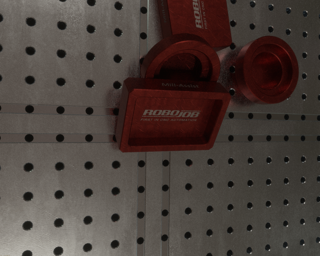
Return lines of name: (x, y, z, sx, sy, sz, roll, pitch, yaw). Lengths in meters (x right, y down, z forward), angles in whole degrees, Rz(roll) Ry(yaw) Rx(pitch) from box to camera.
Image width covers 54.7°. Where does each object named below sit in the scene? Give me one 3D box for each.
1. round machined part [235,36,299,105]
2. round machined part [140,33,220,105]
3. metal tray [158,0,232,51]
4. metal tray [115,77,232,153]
round machined part: (0.153, -0.083, 0.462, 0.099, 0.042, 0.097, 0, 90, -21)
round machined part: (0.023, -0.076, 0.396, 0.099, 0.042, 0.097, -11, 134, -11)
metal tray: (0.045, -0.171, 0.428, 0.091, 0.030, 0.129, -10, 94, -20)
metal tray: (0.015, -0.014, 0.392, 0.131, 0.030, 0.089, 0, 125, -21)
